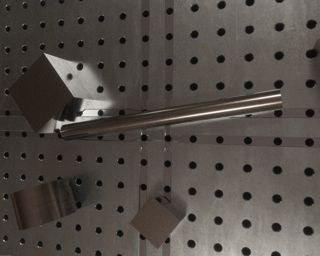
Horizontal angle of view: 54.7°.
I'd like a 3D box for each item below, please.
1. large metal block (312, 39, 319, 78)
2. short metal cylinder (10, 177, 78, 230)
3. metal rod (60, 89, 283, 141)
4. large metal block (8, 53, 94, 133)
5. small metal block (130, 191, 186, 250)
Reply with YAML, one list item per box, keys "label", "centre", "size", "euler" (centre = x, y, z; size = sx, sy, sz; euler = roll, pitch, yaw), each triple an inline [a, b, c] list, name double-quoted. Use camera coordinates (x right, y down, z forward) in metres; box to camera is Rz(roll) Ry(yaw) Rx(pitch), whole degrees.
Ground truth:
- label: "large metal block"
  centre: [0.216, -0.062, 0.324]
  size: [0.080, 0.050, 0.080]
  euler: [-15, 85, 19]
- label: "short metal cylinder"
  centre: [-0.163, 0.106, 0.439]
  size: [0.080, 0.080, 0.050]
  euler: [-19, 84, 19]
- label: "metal rod"
  centre: [0.001, -0.013, 0.411]
  size: [0.301, 0.025, 0.025]
  euler: [-8, 87, 19]
- label: "large metal block"
  centre: [-0.159, -0.048, 0.454]
  size: [0.080, 0.050, 0.080]
  euler: [-40, 78, 15]
- label: "small metal block"
  centre: [-0.003, 0.122, 0.413]
  size: [0.050, 0.025, 0.050]
  euler: [39, 102, 15]
